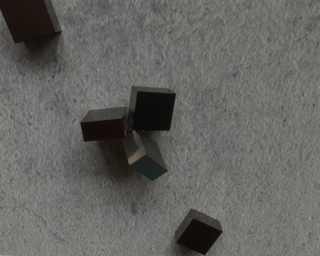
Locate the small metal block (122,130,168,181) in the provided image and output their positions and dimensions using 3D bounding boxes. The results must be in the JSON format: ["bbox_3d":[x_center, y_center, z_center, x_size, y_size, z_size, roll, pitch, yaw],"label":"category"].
[{"bbox_3d":[-0.020,0.033,0.399,0.025,0.050,0.050,-35,135,12],"label":"small metal block"}]

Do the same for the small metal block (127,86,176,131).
[{"bbox_3d":[-0.011,-0.024,0.393,0.050,0.025,0.050,1,111,-22],"label":"small metal block"}]

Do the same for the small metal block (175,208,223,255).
[{"bbox_3d":[0.058,0.157,0.469,0.050,0.025,0.050,27,108,-10],"label":"small metal block"}]

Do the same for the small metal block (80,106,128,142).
[{"bbox_3d":[-0.068,-0.006,0.393,0.050,0.050,0.025,-6,110,2],"label":"small metal block"}]

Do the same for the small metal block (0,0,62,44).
[{"bbox_3d":[-0.150,-0.131,0.360,0.050,0.025,0.050,-14,110,5],"label":"small metal block"}]
